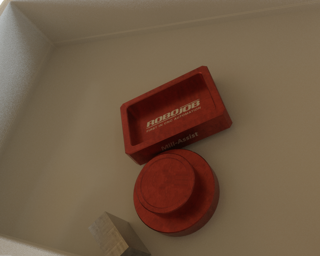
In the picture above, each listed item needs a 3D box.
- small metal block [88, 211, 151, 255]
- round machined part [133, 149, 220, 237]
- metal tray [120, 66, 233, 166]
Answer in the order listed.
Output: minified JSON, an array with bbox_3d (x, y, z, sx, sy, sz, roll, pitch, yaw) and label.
[{"bbox_3d":[-0.043,0.123,0.336,0.025,0.050,0.050,-45,51,-3],"label":"small metal block"},{"bbox_3d":[0.013,0.067,0.346,0.098,0.042,0.098,-13,57,20],"label":"round machined part"},{"bbox_3d":[0.015,-0.017,0.397,0.130,0.030,0.090,-24,47,13],"label":"metal tray"}]
